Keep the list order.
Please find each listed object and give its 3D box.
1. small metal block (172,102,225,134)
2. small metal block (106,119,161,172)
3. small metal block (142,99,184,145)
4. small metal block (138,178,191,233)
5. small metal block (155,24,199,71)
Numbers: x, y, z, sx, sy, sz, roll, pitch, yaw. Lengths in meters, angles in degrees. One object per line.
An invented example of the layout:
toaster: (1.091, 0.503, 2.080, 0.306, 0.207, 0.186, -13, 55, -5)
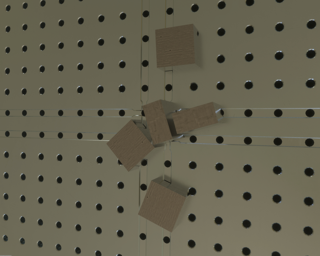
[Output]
small metal block: (0.048, -0.012, 0.382, 0.050, 0.050, 0.025, -16, 85, 19)
small metal block: (-0.036, 0.023, 0.424, 0.050, 0.025, 0.050, -43, 77, 14)
small metal block: (0.005, -0.007, 0.397, 0.025, 0.050, 0.050, -19, 84, 19)
small metal block: (0.006, 0.101, 0.410, 0.050, 0.025, 0.050, 23, 98, 18)
small metal block: (0.023, -0.104, 0.404, 0.050, 0.025, 0.050, -3, 89, 19)
